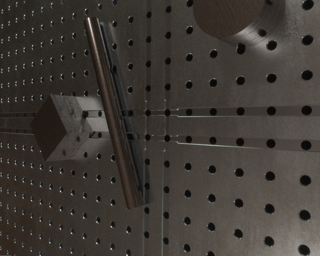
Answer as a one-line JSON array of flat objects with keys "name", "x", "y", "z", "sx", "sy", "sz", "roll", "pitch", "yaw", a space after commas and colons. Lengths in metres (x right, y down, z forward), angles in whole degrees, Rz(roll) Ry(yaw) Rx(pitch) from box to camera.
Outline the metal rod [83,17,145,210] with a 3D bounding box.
[{"name": "metal rod", "x": -0.072, "y": -0.030, "z": 0.466, "sx": 0.025, "sy": 0.025, "sz": 0.299, "roll": -24, "pitch": 75, "yaw": 37}]

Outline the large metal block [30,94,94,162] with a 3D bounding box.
[{"name": "large metal block", "x": -0.170, "y": 0.000, "z": 0.530, "sx": 0.080, "sy": 0.050, "sz": 0.080, "roll": -45, "pitch": 63, "yaw": 30}]

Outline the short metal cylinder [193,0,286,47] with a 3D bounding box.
[{"name": "short metal cylinder", "x": 0.082, "y": -0.130, "z": 0.324, "sx": 0.080, "sy": 0.050, "sz": 0.079, "roll": 0, "pitch": 90, "yaw": 39}]
